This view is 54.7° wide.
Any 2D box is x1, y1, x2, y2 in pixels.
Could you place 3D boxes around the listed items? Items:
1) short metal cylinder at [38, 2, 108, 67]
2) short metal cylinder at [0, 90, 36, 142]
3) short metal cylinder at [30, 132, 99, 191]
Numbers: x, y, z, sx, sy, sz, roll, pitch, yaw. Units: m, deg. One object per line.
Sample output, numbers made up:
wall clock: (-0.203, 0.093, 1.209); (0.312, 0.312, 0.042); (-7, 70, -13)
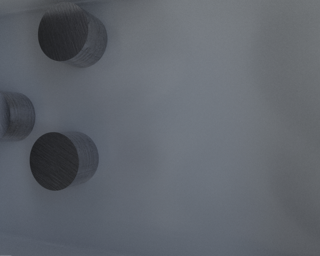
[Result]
short metal cylinder: (-0.123, -0.130, 0.439); (0.080, 0.050, 0.079); (0, 90, 19)
short metal cylinder: (-0.244, -0.018, 0.481); (0.080, 0.050, 0.079); (0, 90, 19)
short metal cylinder: (-0.136, 0.045, 0.444); (0.080, 0.050, 0.079); (0, 90, 19)
